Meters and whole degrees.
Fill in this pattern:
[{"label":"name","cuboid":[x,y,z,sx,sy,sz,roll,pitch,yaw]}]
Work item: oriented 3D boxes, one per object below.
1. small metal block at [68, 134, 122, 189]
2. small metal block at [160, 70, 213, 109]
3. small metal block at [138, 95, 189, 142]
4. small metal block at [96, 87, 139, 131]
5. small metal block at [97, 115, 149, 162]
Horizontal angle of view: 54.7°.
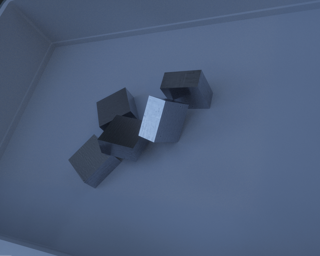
[{"label":"small metal block","cuboid":[-0.089,0.045,0.423,0.050,0.025,0.050,-45,52,-4]},{"label":"small metal block","cuboid":[0.035,-0.048,0.400,0.050,0.050,0.025,1,62,28]},{"label":"small metal block","cuboid":[0.005,-0.010,0.381,0.025,0.050,0.050,22,101,35]},{"label":"small metal block","cuboid":[-0.062,-0.024,0.449,0.050,0.025,0.050,-26,49,11]},{"label":"small metal block","cuboid":[-0.044,0.012,0.403,0.050,0.025,0.050,13,46,20]}]
